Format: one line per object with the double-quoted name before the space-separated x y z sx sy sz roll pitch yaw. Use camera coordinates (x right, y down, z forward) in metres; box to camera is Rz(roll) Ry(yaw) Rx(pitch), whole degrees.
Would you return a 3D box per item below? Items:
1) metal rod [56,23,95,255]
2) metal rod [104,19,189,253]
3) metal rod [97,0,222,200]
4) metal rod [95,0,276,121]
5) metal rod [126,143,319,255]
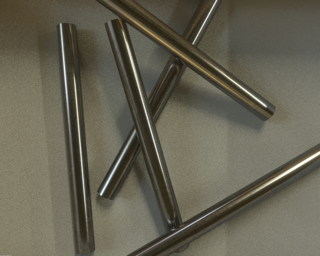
"metal rod" -0.111 0.014 0.410 0.025 0.025 0.298 -5 90 0
"metal rod" -0.013 0.017 0.388 0.025 0.025 0.298 -16 99 0
"metal rod" 0.000 -0.042 0.411 0.025 0.025 0.299 29 90 0
"metal rod" 0.022 -0.097 0.370 0.301 0.025 0.025 32 90 -17
"metal rod" 0.093 0.098 0.393 0.301 0.025 0.025 -28 90 -8
